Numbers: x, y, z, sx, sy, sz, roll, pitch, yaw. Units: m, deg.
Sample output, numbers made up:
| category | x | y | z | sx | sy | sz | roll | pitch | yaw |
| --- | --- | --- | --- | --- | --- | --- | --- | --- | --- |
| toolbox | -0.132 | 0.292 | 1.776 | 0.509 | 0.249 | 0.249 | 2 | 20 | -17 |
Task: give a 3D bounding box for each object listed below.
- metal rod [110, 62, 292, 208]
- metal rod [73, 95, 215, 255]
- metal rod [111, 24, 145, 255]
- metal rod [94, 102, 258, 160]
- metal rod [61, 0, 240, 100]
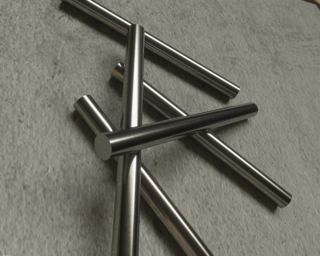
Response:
| category | x | y | z | sx | sy | sz | roll | pitch | yaw |
| --- | --- | --- | --- | --- | --- | --- | --- | --- | --- |
| metal rod | 0.059 | 0.011 | 0.430 | 0.301 | 0.025 | 0.025 | 38 | 51 | -3 |
| metal rod | -0.001 | 0.084 | 0.353 | 0.025 | 0.025 | 0.300 | -32 | 80 | -38 |
| metal rod | -0.033 | -0.009 | 0.358 | 0.025 | 0.025 | 0.299 | 13 | 56 | -21 |
| metal rod | 0.048 | -0.006 | 0.395 | 0.302 | 0.025 | 0.025 | -13 | 68 | -47 |
| metal rod | -0.007 | -0.127 | 0.478 | 0.301 | 0.025 | 0.025 | 28 | 52 | -11 |
